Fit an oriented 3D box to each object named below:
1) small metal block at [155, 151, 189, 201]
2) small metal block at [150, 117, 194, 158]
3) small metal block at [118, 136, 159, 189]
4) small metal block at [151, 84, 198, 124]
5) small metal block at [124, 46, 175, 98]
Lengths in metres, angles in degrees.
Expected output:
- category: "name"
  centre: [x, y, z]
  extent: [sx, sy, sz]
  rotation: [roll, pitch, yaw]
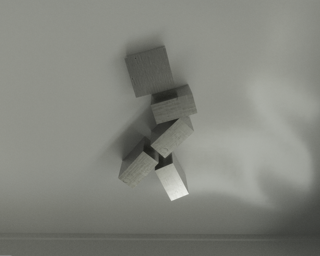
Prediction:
- category: "small metal block"
  centre: [0.015, 0.061, 0.421]
  extent: [0.025, 0.050, 0.050]
  rotation: [-24, 109, 8]
- category: "small metal block"
  centre: [0.015, 0.004, 0.400]
  extent: [0.025, 0.050, 0.050]
  rotation: [43, 105, -15]
- category: "small metal block"
  centre: [-0.028, 0.045, 0.414]
  extent: [0.025, 0.050, 0.050]
  rotation: [39, 105, -13]
- category: "small metal block"
  centre: [0.017, -0.031, 0.387]
  extent: [0.050, 0.050, 0.025]
  rotation: [-15, 109, 5]
- category: "small metal block"
  centre: [-0.012, -0.070, 0.385]
  extent: [0.050, 0.025, 0.050]
  rotation: [-14, 110, 4]
